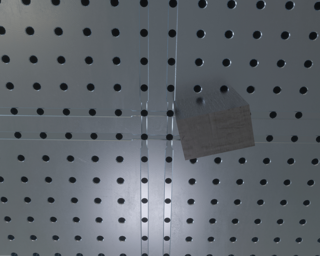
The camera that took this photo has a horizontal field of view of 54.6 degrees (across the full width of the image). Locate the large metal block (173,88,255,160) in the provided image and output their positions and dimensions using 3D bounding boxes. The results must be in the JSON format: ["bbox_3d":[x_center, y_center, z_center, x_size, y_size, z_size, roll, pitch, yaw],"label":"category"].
[{"bbox_3d":[0.062,-0.008,0.382,0.080,0.080,0.050,-12,110,4],"label":"large metal block"}]
